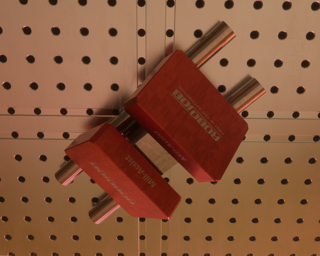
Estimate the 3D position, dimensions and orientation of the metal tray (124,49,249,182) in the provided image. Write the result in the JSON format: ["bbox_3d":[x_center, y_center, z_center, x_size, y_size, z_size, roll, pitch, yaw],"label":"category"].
[{"bbox_3d":[0.035,-0.012,0.351,0.130,0.030,0.090,45,60,-15],"label":"metal tray"}]

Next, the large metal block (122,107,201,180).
[{"bbox_3d":[0.001,0.011,0.388,0.080,0.080,0.050,-40,106,13],"label":"large metal block"}]

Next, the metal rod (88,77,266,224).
[{"bbox_3d":[0.015,0.038,0.428,0.300,0.025,0.025,-40,106,13],"label":"metal rod"}]

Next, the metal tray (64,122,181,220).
[{"bbox_3d":[-0.046,0.057,0.376,0.130,0.030,0.090,48,146,-16],"label":"metal tray"}]

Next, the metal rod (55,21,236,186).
[{"bbox_3d":[-0.028,-0.024,0.404,0.300,0.025,0.025,-41,106,13],"label":"metal rod"}]
